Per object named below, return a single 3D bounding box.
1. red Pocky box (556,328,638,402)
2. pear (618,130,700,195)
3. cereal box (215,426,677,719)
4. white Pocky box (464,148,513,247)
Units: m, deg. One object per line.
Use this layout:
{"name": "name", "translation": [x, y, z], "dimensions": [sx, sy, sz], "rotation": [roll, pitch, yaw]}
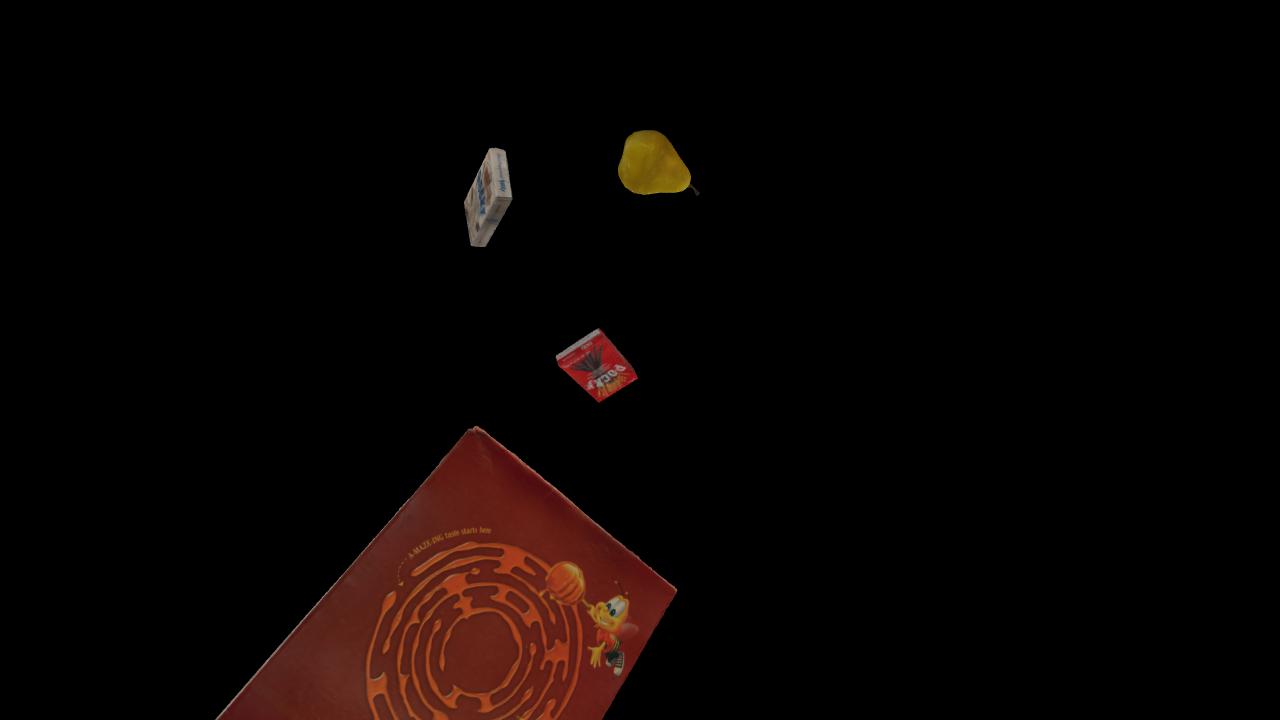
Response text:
{"name": "red Pocky box", "translation": [-0.065, 0.012, 0.988], "dimensions": [0.083, 0.028, 0.155], "rotation": [-33, -32, 4]}
{"name": "pear", "translation": [0.030, -0.244, 0.783], "dimensions": [0.111, 0.080, 0.080], "rotation": [15, -2, -6]}
{"name": "cereal box", "translation": [-0.137, 0.224, 0.418], "dimensions": [0.203, 0.306, 0.081], "rotation": [41, -28, -8]}
{"name": "white Pocky box", "translation": [-0.235, -0.245, 0.945], "dimensions": [0.028, 0.084, 0.154], "rotation": [-3, -17, -31]}
